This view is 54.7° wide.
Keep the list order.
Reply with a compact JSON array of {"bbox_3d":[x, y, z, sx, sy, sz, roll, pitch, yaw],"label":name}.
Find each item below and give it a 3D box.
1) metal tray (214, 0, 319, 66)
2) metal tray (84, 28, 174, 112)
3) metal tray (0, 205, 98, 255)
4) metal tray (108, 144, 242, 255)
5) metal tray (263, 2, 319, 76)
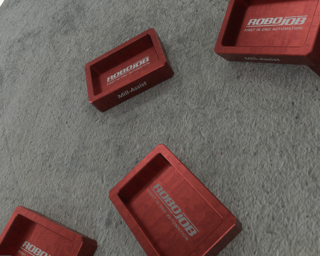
[{"bbox_3d":[0.134,-0.125,0.370,0.130,0.030,0.090,18,90,49],"label":"metal tray"},{"bbox_3d":[-0.052,-0.091,0.483,0.130,0.030,0.090,-26,53,12],"label":"metal tray"},{"bbox_3d":[-0.150,0.159,0.381,0.130,0.030,0.090,11,67,32],"label":"metal tray"},{"bbox_3d":[0.011,0.089,0.339,0.090,0.030,0.130,-44,51,-2],"label":"metal tray"},{"bbox_3d":[0.198,-0.127,0.374,0.090,0.030,0.130,-32,52,7],"label":"metal tray"}]
